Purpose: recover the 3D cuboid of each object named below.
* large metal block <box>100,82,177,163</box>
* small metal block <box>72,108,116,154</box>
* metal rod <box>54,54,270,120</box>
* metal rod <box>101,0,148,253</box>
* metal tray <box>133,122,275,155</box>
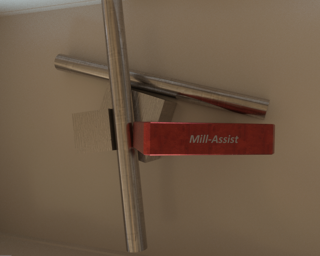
[{"bbox_3d":[-0.034,-0.008,0.407,0.080,0.050,0.080,19,96,18],"label":"large metal block"},{"bbox_3d":[-0.078,0.004,0.382,0.050,0.025,0.050,-7,87,19],"label":"small metal block"},{"bbox_3d":[-0.011,-0.060,0.413,0.301,0.025,0.025,16,95,18],"label":"metal rod"},{"bbox_3d":[-0.043,-0.006,0.370,0.025,0.025,0.298,-7,88,19],"label":"metal rod"},{"bbox_3d":[0.041,0.009,0.331,0.131,0.090,0.030,1,91,-12],"label":"metal tray"}]
